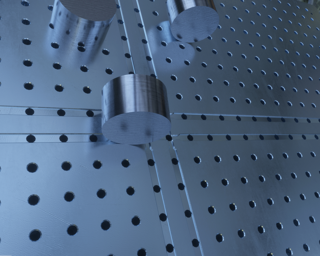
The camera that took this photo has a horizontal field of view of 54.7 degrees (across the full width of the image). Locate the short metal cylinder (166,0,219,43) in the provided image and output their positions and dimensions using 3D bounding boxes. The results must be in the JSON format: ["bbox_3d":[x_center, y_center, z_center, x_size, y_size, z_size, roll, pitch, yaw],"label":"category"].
[{"bbox_3d":[0.054,-0.191,0.520,0.081,0.080,0.050,4,60,-27],"label":"short metal cylinder"}]

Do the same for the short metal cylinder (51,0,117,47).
[{"bbox_3d":[-0.107,-0.162,0.434,0.081,0.050,0.080,14,56,-21],"label":"short metal cylinder"}]

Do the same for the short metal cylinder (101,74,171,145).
[{"bbox_3d":[-0.029,-0.020,0.371,0.081,0.080,0.050,8,58,-25],"label":"short metal cylinder"}]
